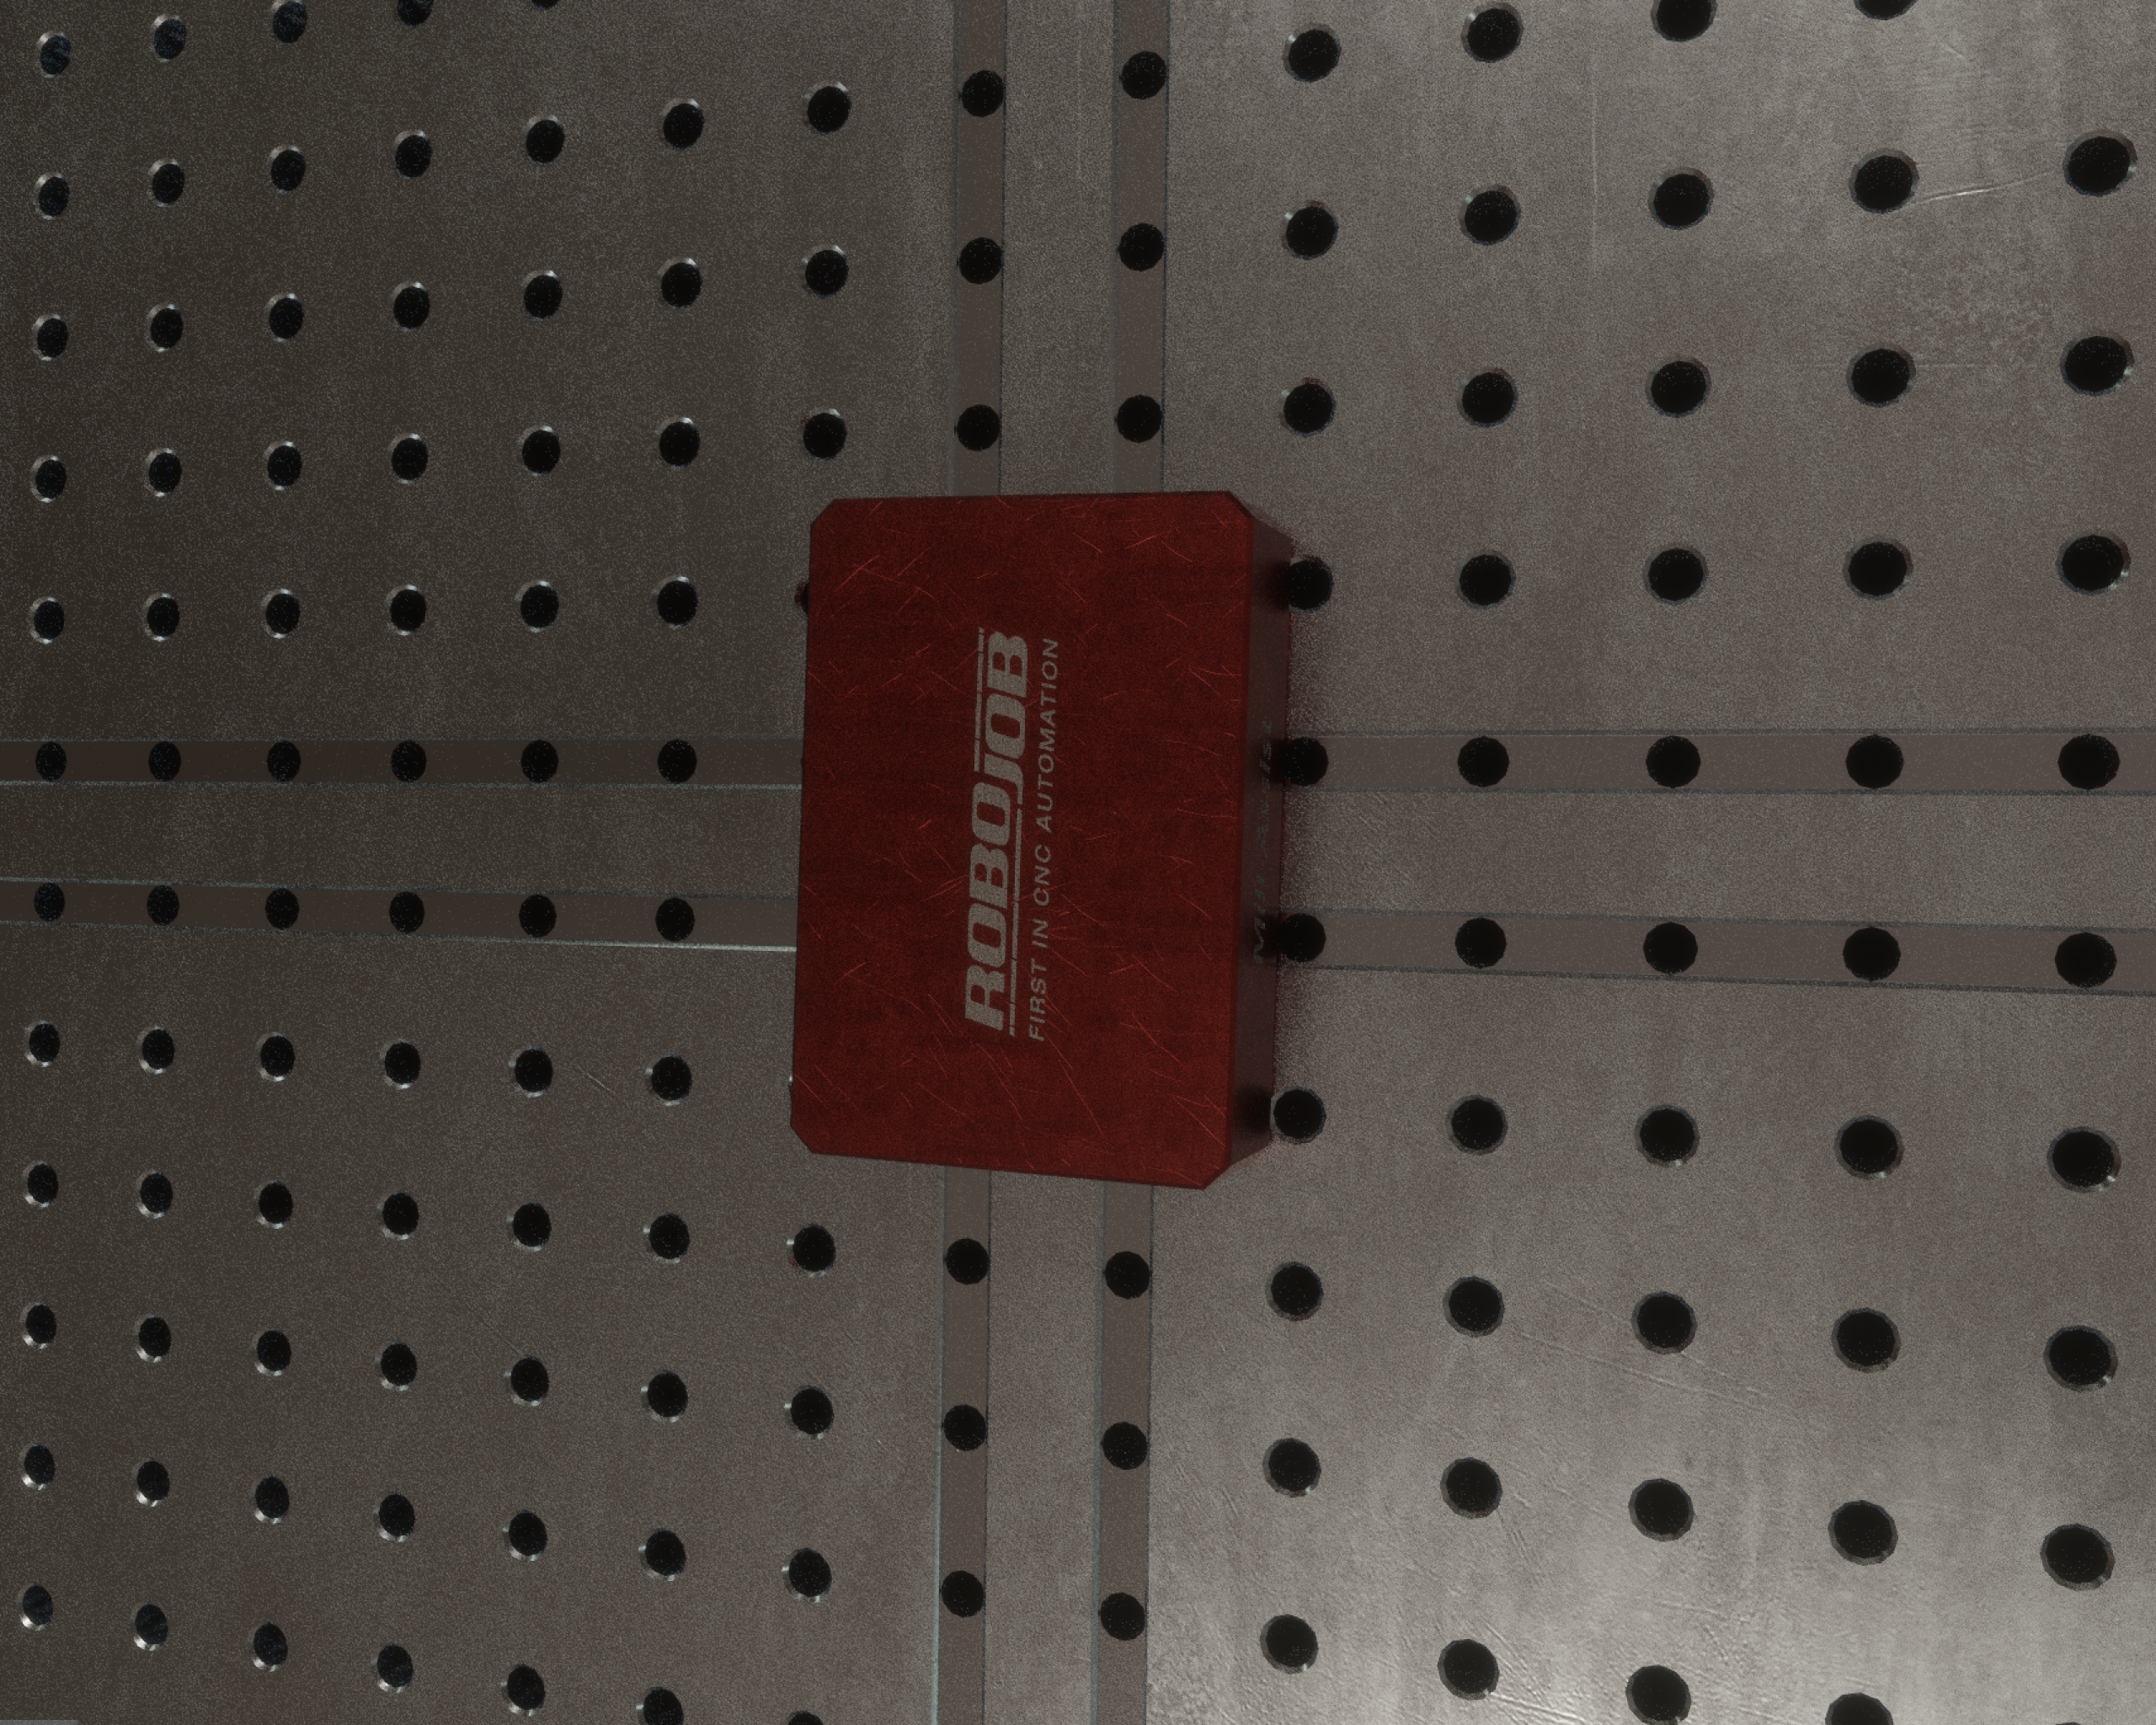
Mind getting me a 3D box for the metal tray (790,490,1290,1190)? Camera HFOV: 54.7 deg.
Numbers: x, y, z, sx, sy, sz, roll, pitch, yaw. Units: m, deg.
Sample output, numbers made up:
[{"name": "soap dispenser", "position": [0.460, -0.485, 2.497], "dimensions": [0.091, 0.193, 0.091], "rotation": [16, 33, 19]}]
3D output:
[{"name": "metal tray", "position": [-0.008, -0.006, 0.411], "dimensions": [0.090, 0.030, 0.129], "rotation": [2, 91, 19]}]
